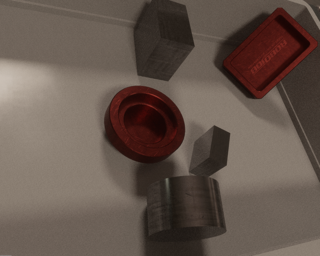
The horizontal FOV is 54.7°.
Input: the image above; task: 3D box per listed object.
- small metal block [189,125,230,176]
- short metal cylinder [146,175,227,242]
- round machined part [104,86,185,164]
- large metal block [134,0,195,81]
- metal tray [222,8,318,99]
[{"bbox_3d":[0.065,0.032,0.407,0.025,0.050,0.050,26,53,-13],"label":"small metal block"},{"bbox_3d":[0.027,0.089,0.332,0.081,0.080,0.050,10,58,-24],"label":"short metal cylinder"},{"bbox_3d":[-0.022,-0.001,0.385,0.099,0.042,0.098,14,56,-21],"label":"round machined part"},{"bbox_3d":[0.002,-0.127,0.451,0.050,0.080,0.080,7,59,-25],"label":"large metal block"},{"bbox_3d":[0.182,-0.123,0.523,0.090,0.130,0.030,46,8,3],"label":"metal tray"}]
